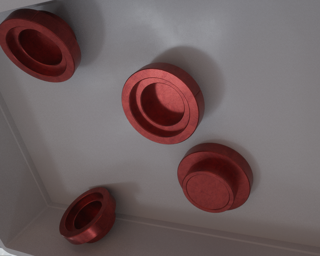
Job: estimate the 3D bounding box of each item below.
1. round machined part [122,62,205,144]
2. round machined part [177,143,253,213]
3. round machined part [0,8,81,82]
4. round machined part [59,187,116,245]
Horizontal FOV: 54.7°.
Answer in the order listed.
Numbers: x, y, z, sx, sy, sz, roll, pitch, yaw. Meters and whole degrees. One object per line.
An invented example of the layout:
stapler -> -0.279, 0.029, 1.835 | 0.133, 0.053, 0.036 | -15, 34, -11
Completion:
round machined part -> 0.007, -0.032, 0.373 | 0.098, 0.042, 0.097 | 13, 124, 20
round machined part -> 0.068, 0.072, 0.405 | 0.098, 0.042, 0.097 | 13, 124, 20
round machined part -> -0.146, -0.108, 0.392 | 0.098, 0.042, 0.097 | 12, 144, 9
round machined part -> -0.113, 0.150, 0.514 | 0.098, 0.098, 0.042 | -14, 124, 33
